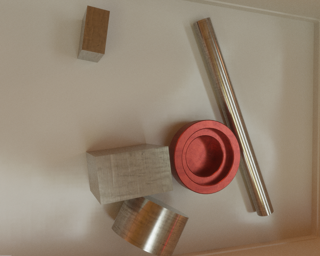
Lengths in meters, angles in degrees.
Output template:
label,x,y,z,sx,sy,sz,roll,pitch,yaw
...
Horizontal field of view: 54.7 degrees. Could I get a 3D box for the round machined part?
label,x,y,z,sx,sy,sz,roll,pitch,yaw
round machined part,0.056,0.038,0.424,0.099,0.042,0.097,0,90,-21

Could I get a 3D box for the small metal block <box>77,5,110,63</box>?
label,x,y,z,sx,sy,sz,roll,pitch,yaw
small metal block,-0.080,-0.109,0.368,0.025,0.050,0.050,7,88,-20

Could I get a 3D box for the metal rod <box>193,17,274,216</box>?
label,x,y,z,sx,sy,sz,roll,pitch,yaw
metal rod,0.109,-0.011,0.452,0.025,0.025,0.298,-23,98,-19

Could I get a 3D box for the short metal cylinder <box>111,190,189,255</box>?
label,x,y,z,sx,sy,sz,roll,pitch,yaw
short metal cylinder,-0.012,0.114,0.378,0.080,0.080,0.050,29,81,-18

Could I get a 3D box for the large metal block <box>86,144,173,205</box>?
label,x,y,z,sx,sy,sz,roll,pitch,yaw
large metal block,-0.039,0.050,0.367,0.081,0.080,0.050,-7,92,-20
